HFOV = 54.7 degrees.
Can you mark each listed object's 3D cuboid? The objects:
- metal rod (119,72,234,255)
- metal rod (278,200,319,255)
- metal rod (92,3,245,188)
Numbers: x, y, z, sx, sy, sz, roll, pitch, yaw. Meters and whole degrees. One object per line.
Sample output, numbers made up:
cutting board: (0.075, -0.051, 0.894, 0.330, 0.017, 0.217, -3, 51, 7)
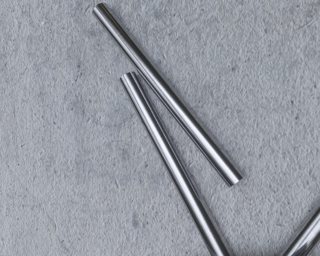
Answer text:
metal rod: (0.025, 0.060, 0.400, 0.025, 0.025, 0.299, -31, 80, 17)
metal rod: (0.156, 0.140, 0.353, 0.025, 0.025, 0.299, 34, 101, 16)
metal rod: (0.004, -0.051, 0.407, 0.025, 0.025, 0.300, -41, 77, 15)
